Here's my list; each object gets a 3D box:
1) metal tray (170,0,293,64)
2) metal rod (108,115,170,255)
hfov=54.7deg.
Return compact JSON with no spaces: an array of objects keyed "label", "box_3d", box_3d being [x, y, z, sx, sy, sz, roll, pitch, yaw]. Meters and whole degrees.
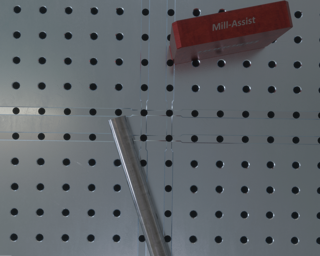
[{"label":"metal tray","box_3d":[0.080,-0.114,0.381,0.131,0.090,0.030,-11,90,0]},{"label":"metal rod","box_3d":[-0.013,0.129,0.413,0.025,0.025,0.298,-18,90,0]}]
